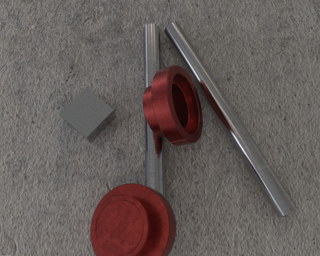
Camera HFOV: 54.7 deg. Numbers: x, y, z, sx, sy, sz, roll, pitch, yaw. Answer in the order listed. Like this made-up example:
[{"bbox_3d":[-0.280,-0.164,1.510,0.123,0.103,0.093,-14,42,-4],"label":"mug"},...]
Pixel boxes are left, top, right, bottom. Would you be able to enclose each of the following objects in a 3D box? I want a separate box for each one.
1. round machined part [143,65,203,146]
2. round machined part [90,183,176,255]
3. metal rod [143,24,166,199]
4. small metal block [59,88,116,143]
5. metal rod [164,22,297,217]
[{"bbox_3d":[0.014,-0.025,0.387,0.042,0.098,0.098,-13,67,28],"label":"round machined part"},{"bbox_3d":[-0.035,0.110,0.341,0.098,0.042,0.098,-7,69,20],"label":"round machined part"},{"bbox_3d":[-0.008,-0.007,0.410,0.025,0.025,0.299,-2,70,-1],"label":"metal rod"},{"bbox_3d":[-0.096,-0.017,0.414,0.050,0.025,0.050,38,74,12],"label":"small metal block"},{"bbox_3d":[0.086,-0.024,0.417,0.025,0.025,0.299,-26,72,-9],"label":"metal rod"}]
